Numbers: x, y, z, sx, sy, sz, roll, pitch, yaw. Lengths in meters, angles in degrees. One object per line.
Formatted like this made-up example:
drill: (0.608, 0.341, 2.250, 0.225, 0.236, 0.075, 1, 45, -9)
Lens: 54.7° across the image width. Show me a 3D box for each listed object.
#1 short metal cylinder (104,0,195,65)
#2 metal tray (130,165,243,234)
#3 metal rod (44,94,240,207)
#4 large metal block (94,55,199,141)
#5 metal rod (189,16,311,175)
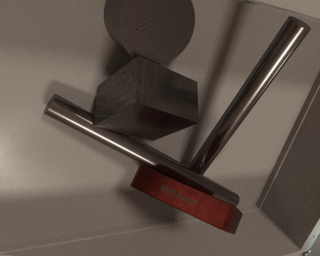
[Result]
short metal cylinder: (-0.011, -0.111, 0.319, 0.081, 0.050, 0.079, -14, 125, -21)
metal tray: (0.037, 0.094, 0.404, 0.030, 0.130, 0.090, -65, 154, -11)
metal rod: (-0.003, 0.043, 0.400, 0.301, 0.025, 0.025, 31, 101, -28)
large metal block: (-0.015, -0.027, 0.342, 0.081, 0.050, 0.080, 17, 154, -35)
metal rod: (0.086, -0.001, 0.400, 0.025, 0.025, 0.298, 0, 136, -29)
